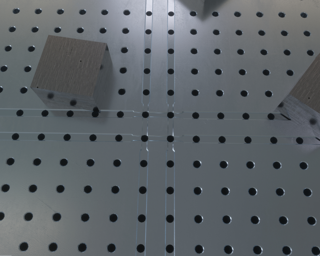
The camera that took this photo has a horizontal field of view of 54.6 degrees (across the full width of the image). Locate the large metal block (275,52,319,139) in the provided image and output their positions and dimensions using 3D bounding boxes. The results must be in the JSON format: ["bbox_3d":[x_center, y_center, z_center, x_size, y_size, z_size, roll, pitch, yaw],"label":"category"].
[{"bbox_3d":[0.218,-0.040,0.414,0.080,0.050,0.080,38,74,12],"label":"large metal block"}]

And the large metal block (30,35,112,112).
[{"bbox_3d":[-0.117,-0.074,0.425,0.080,0.050,0.080,9,70,3],"label":"large metal block"}]
